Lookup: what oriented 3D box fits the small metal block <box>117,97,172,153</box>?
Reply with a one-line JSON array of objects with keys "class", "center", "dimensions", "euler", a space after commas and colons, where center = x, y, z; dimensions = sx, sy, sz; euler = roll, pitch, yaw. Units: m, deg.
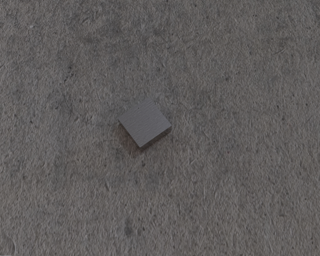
[{"class": "small metal block", "center": [-0.020, -0.004, 0.411], "dimensions": [0.050, 0.025, 0.050], "euler": [-35, 74, -12]}]
